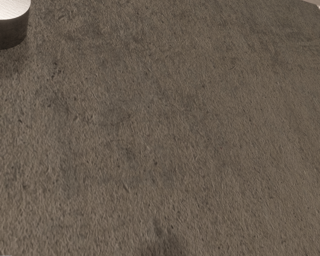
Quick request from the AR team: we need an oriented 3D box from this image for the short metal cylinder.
[{"bbox_3d":[-0.199,-0.140,0.366,0.081,0.050,0.080,14,56,-21],"label":"short metal cylinder"}]
